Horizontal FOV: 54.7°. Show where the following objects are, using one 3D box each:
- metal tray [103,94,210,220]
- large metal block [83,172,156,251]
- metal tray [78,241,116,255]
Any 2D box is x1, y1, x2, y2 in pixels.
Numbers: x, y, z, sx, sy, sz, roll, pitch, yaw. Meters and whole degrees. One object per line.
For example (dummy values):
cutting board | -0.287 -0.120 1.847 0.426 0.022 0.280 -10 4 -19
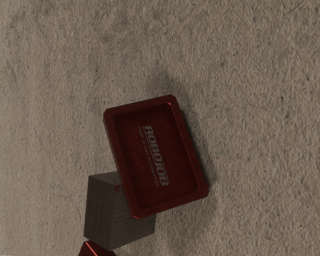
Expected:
metal tray | -0.007 0.032 0.366 0.030 0.091 0.129 120 134 -69
large metal block | -0.049 0.102 0.407 0.050 0.081 0.079 10 96 39
metal tray | -0.101 0.250 0.483 0.090 0.030 0.129 36 112 34
